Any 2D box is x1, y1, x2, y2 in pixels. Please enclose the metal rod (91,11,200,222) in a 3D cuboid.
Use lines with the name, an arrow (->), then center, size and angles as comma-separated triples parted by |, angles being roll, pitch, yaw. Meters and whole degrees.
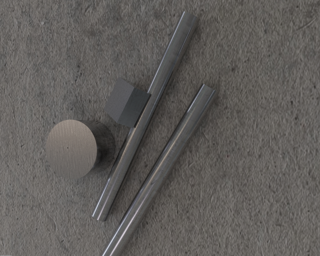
metal rod -> -0.023, -0.009, 0.416 | 0.025, 0.025, 0.298 | 28, 99, 18

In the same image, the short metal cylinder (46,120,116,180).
short metal cylinder -> -0.110, 0.028, 0.435 | 0.080, 0.050, 0.080 | 0, 90, 20

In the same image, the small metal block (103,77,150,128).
small metal block -> -0.045, -0.035, 0.412 | 0.050, 0.025, 0.050 | 39, 105, 52

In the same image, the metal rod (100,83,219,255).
metal rod -> -0.011, 0.077, 0.412 | 0.025, 0.025, 0.299 | 33, 100, 17
